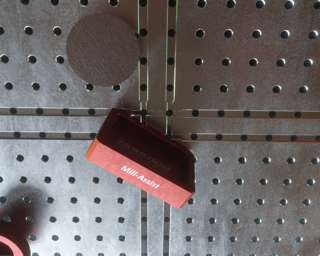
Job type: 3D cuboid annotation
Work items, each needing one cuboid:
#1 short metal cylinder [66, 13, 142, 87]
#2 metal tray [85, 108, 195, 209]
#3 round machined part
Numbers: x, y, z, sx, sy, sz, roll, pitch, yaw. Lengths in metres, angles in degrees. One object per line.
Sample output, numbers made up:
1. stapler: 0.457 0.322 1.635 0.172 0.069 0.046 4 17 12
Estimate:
1. short metal cylinder: -0.063 -0.093 0.365 0.081 0.050 0.079 0 110 0
2. metal tray: -0.018 0.035 0.389 0.130 0.090 0.030 31 116 -11
3. round machined part: -0.245 0.184 0.470 0.099 0.042 0.097 0 110 0
